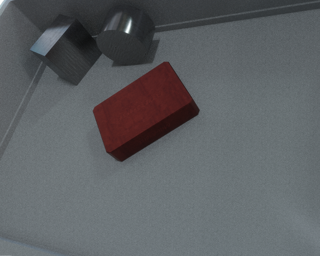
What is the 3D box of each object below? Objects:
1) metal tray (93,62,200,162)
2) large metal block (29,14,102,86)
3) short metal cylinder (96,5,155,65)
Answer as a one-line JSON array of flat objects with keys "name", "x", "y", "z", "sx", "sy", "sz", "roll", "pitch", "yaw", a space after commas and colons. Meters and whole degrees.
[{"name": "metal tray", "x": -0.023, "y": -0.024, "z": 0.428, "sx": 0.130, "sy": 0.030, "sz": 0.090, "roll": -32, "pitch": 52, "yaw": 7}, {"name": "large metal block", "x": -0.157, "y": -0.133, "z": 0.532, "sx": 0.050, "sy": 0.080, "sz": 0.080, "roll": 26, "pitch": 76, "yaw": 36}, {"name": "short metal cylinder", "x": -0.053, "y": -0.143, "z": 0.484, "sx": 0.080, "sy": 0.080, "sz": 0.050, "roll": 1, "pitch": 62, "yaw": 28}]
